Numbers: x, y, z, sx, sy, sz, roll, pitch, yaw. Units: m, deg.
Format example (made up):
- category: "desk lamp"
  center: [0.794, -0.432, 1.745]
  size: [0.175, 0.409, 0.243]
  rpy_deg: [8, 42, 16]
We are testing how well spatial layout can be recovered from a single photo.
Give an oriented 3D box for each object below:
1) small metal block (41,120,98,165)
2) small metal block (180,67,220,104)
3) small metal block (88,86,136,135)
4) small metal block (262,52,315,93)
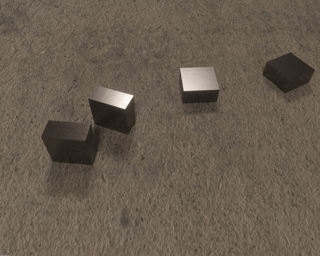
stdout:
- category: "small metal block"
  center: [-0.106, 0.018, 0.370]
  size: [0.050, 0.050, 0.025]
  rpy_deg: [5, 50, 3]
- category: "small metal block"
  center: [0.057, -0.064, 0.458]
  size: [0.050, 0.025, 0.050]
  rpy_deg: [-3, 50, -3]
- category: "small metal block"
  center: [-0.061, -0.023, 0.405]
  size: [0.050, 0.050, 0.025]
  rpy_deg: [16, 52, 13]
- category: "small metal block"
  center: [0.198, -0.086, 0.478]
  size: [0.050, 0.025, 0.050]
  rpy_deg: [-23, 54, -19]
